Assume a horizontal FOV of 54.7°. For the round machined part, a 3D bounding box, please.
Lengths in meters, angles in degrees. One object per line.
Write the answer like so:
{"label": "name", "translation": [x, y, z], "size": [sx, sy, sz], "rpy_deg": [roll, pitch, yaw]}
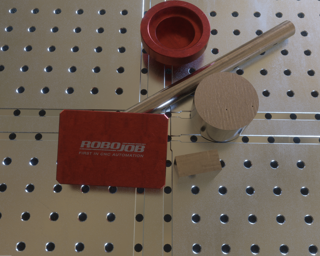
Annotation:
{"label": "round machined part", "translation": [0.021, -0.133, 0.452], "size": [0.099, 0.042, 0.098], "rpy_deg": [0, 70, -1]}

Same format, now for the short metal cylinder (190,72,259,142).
{"label": "short metal cylinder", "translation": [0.083, -0.027, 0.409], "size": [0.081, 0.050, 0.080], "rpy_deg": [0, 70, 0]}

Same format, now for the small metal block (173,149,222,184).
{"label": "small metal block", "translation": [0.044, 0.049, 0.381], "size": [0.050, 0.050, 0.025], "rpy_deg": [-10, 71, -4]}

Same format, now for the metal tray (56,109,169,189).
{"label": "metal tray", "translation": [-0.057, 0.025, 0.384], "size": [0.131, 0.030, 0.089], "rpy_deg": [3, 89, 0]}

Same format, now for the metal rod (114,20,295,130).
{"label": "metal rod", "translation": [0.068, -0.077, 0.440], "size": [0.302, 0.025, 0.025], "rpy_deg": [-30, 73, -11]}
